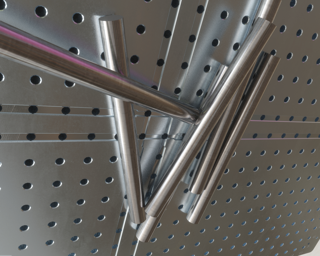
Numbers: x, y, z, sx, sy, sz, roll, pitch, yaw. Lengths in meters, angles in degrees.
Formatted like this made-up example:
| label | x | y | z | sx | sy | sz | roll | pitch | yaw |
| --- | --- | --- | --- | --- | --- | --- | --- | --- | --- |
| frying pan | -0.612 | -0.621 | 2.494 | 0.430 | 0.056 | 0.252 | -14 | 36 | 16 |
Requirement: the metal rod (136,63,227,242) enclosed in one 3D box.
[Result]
| label | x | y | z | sx | sy | sz | roll | pitch | yaw |
| --- | --- | --- | --- | --- | --- | --- | --- | --- | --- |
| metal rod | 0.032 | 0.048 | 0.457 | 0.025 | 0.025 | 0.298 | 12 | 112 | -33 |

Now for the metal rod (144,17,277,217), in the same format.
| label | x | y | z | sx | sy | sz | roll | pitch | yaw |
| --- | --- | --- | --- | --- | --- | --- | --- | --- | --- |
| metal rod | 0.057 | -0.001 | 0.411 | 0.025 | 0.025 | 0.298 | 16 | 112 | -35 |

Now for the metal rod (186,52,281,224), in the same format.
| label | x | y | z | sx | sy | sz | roll | pitch | yaw |
| --- | --- | --- | --- | --- | --- | --- | --- | --- | --- |
| metal rod | 0.107 | 0.028 | 0.485 | 0.025 | 0.025 | 0.298 | 7 | 115 | -32 |

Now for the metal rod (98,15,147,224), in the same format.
| label | x | y | z | sx | sy | sz | roll | pitch | yaw |
| --- | --- | --- | --- | --- | --- | --- | --- | --- | --- |
| metal rod | -0.041 | 0.013 | 0.395 | 0.025 | 0.025 | 0.298 | -17 | 125 | -19 |

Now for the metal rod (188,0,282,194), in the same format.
| label | x | y | z | sx | sy | sz | roll | pitch | yaw |
| --- | --- | --- | --- | --- | --- | --- | --- | --- | --- |
| metal rod | 0.098 | -0.031 | 0.444 | 0.025 | 0.025 | 0.298 | 3 | 117 | -30 |

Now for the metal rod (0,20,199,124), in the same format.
| label | x | y | z | sx | sy | sz | roll | pitch | yaw |
| --- | --- | --- | --- | --- | --- | --- | --- | --- | --- |
| metal rod | -0.051 | -0.046 | 0.310 | 0.302 | 0.025 | 0.025 | 17 | 110 | -49 |
